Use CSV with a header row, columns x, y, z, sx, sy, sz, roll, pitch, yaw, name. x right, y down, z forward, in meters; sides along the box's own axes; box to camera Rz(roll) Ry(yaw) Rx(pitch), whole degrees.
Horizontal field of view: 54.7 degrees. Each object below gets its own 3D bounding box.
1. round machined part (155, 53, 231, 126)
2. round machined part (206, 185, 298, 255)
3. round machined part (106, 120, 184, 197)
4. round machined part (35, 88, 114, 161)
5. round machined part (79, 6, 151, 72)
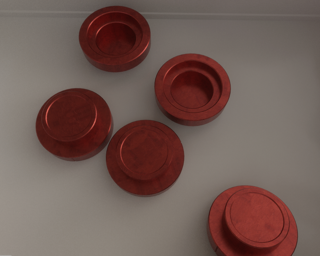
x,y,z,sx,sy,sz,roll,pitch,yaw,name
0.042,-0.048,0.418,0.099,0.042,0.098,0,70,0,round machined part
0.104,0.107,0.346,0.099,0.042,0.098,0,51,0,round machined part
-0.018,0.035,0.388,0.099,0.042,0.098,0,70,0,round machined part
-0.113,-0.009,0.403,0.099,0.042,0.098,0,70,0,round machined part
-0.062,-0.122,0.445,0.099,0.042,0.098,0,70,0,round machined part
